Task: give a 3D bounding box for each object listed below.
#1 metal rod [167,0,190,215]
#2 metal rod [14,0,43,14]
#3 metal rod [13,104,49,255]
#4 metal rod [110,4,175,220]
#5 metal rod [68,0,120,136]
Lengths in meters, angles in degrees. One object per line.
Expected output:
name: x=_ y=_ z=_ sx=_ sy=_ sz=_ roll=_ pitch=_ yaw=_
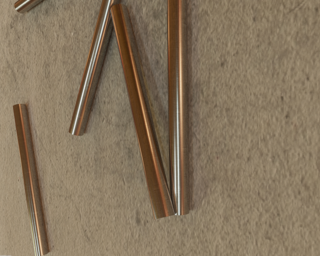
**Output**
metal rod: x=0.022 y=-0.045 z=0.384 sx=0.025 sy=0.025 sz=0.298 roll=-1 pitch=89 yaw=39
metal rod: x=-0.172 y=-0.265 z=0.543 sx=0.300 sy=0.025 sz=0.025 roll=-8 pitch=85 yaw=39
metal rod: x=-0.257 y=0.097 z=0.613 sx=0.025 sy=0.025 sz=0.299 roll=-21 pitch=77 yaw=38
metal rod: x=-0.027 y=-0.034 z=0.408 sx=0.025 sy=0.025 sz=0.299 roll=-26 pitch=68 yaw=36
metal rod: x=-0.094 y=-0.129 z=0.479 sx=0.025 sy=0.025 sz=0.298 roll=29 pitch=108 yaw=36
